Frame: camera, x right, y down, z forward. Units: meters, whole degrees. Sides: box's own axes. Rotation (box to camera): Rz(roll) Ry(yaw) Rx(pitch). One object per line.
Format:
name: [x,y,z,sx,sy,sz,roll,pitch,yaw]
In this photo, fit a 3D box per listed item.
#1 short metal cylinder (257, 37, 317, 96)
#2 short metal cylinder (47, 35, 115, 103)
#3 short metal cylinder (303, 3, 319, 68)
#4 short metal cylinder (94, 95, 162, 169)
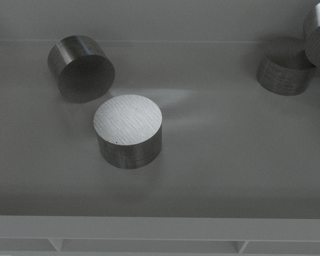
short metal cylinder: [0.193,-0.094,0.469,0.080,0.050,0.080,0,50,0]
short metal cylinder: [-0.111,-0.082,0.438,0.081,0.080,0.050,-23,54,-18]
short metal cylinder: [0.235,-0.125,0.411,0.080,0.080,0.050,10,52,8]
short metal cylinder: [-0.038,0.004,0.385,0.080,0.050,0.080,0,50,0]
